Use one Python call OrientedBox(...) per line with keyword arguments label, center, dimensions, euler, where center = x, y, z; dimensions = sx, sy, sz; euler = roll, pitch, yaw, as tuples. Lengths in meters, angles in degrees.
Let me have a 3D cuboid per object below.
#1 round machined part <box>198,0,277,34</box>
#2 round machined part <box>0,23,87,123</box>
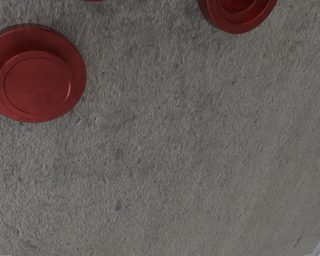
OrientedBox(label="round machined part", center=(0.083, -0.158, 0.343), dimensions=(0.099, 0.042, 0.097), euler=(-14, 124, -21))
OrientedBox(label="round machined part", center=(-0.120, -0.047, 0.301), dimensions=(0.099, 0.042, 0.097), euler=(-14, 124, -21))
